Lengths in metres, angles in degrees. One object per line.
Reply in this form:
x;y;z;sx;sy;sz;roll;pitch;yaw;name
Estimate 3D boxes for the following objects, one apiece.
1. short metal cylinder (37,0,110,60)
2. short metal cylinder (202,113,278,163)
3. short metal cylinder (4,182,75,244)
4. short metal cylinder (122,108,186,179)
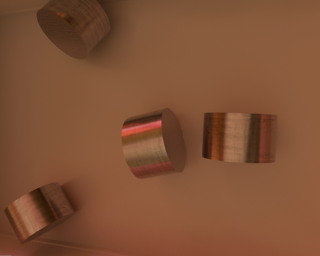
-0.114;-0.139;0.414;0.080;0.080;0.050;27;65;18;short metal cylinder
0.089;0.009;0.350;0.080;0.080;0.050;3;91;20;short metal cylinder
-0.170;0.120;0.441;0.080;0.080;0.050;-36;79;16;short metal cylinder
-0.005;0.020;0.383;0.050;0.080;0.080;-13;86;19;short metal cylinder
